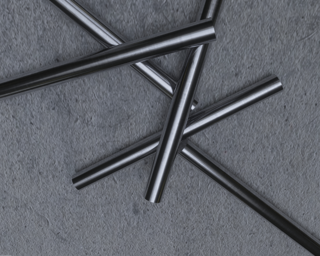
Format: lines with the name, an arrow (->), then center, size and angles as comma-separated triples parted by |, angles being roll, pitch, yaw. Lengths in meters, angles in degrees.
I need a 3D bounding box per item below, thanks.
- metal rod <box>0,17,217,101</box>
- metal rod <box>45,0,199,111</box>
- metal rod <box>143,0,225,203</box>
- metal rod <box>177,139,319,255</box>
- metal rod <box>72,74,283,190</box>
metal rod -> -0.086, -0.072, 0.360 | 0.301, 0.025, 0.025 | -13, 110, 13
metal rod -> -0.074, -0.118, 0.365 | 0.301, 0.025, 0.025 | 38, 106, -13
metal rod -> 0.033, -0.052, 0.366 | 0.025, 0.025, 0.298 | 16, 100, -6
metal rod -> 0.146, 0.114, 0.452 | 0.301, 0.025, 0.025 | 37, 106, -13
metal rod -> 0.016, 0.010, 0.413 | 0.301, 0.025, 0.025 | -27, 108, 9
